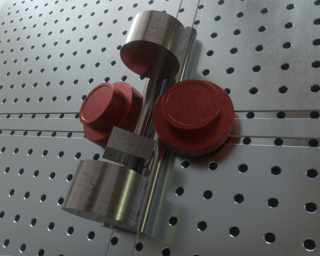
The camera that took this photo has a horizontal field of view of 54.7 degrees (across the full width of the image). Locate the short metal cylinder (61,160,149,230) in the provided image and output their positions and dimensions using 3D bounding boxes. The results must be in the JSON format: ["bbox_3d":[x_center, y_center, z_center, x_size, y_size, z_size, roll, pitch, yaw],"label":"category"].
[{"bbox_3d":[-0.057,0.072,0.331,0.080,0.080,0.050,1,62,28],"label":"short metal cylinder"}]

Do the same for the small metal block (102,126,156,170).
[{"bbox_3d":[-0.038,0.025,0.367,0.050,0.050,0.025,20,66,-9],"label":"small metal block"}]

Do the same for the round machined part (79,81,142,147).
[{"bbox_3d":[-0.075,-0.025,0.437,0.098,0.042,0.098,-24,48,30],"label":"round machined part"}]

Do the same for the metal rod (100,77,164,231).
[{"bbox_3d":[-0.023,-0.013,0.427,0.025,0.025,0.300,1,62,29],"label":"metal rod"}]

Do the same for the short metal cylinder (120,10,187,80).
[{"bbox_3d":[-0.008,-0.109,0.415,0.080,0.080,0.050,1,62,28],"label":"short metal cylinder"}]

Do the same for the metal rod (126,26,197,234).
[{"bbox_3d":[0.009,-0.015,0.412,0.025,0.025,0.300,1,62,29],"label":"metal rod"}]

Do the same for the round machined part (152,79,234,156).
[{"bbox_3d":[0.039,-0.019,0.372,0.098,0.042,0.098,-4,62,9],"label":"round machined part"}]
